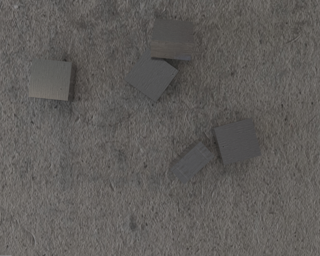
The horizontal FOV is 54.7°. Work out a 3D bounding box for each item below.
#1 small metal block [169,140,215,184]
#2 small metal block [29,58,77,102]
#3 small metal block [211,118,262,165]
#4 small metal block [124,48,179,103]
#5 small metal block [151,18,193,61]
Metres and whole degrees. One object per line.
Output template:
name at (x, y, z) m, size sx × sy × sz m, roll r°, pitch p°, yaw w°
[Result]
small metal block at (0.039, 0.042, 0.398) m, size 0.050 × 0.050 × 0.025 m, roll -43°, pitch 90°, yaw 0°
small metal block at (-0.140, -0.062, 0.409) m, size 0.050 × 0.025 × 0.050 m, roll 6°, pitch 90°, yaw 0°
small metal block at (0.100, 0.017, 0.411) m, size 0.050 × 0.025 × 0.050 m, roll -15°, pitch 90°, yaw 0°
small metal block at (-0.011, -0.068, 0.410) m, size 0.050 × 0.025 × 0.050 m, roll 36°, pitch 90°, yaw 0°
small metal block at (0.016, -0.114, 0.396) m, size 0.050 × 0.025 × 0.050 m, roll 5°, pitch 49°, yaw 0°
